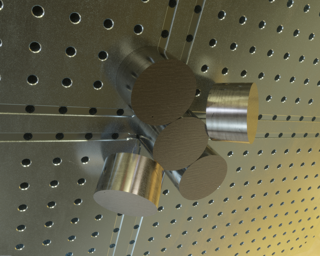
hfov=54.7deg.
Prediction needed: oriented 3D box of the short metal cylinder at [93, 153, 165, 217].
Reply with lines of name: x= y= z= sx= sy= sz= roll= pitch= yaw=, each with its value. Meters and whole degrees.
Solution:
short metal cylinder: x=-0.038 y=0.074 z=0.394 sx=0.080 sy=0.050 sz=0.080 roll=8 pitch=145 yaw=6

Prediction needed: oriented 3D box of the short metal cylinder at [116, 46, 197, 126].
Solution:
short metal cylinder: x=-0.005 y=-0.050 z=0.363 sx=0.081 sy=0.050 sz=0.079 roll=-14 pitch=125 yaw=-21

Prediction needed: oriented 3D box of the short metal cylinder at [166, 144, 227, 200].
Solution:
short metal cylinder: x=0.052 y=0.060 z=0.463 sx=0.081 sy=0.050 sz=0.079 roll=-14 pitch=125 yaw=-21

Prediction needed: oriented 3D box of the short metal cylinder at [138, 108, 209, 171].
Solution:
short metal cylinder: x=0.017 y=0.010 z=0.412 sx=0.081 sy=0.050 sz=0.079 roll=-14 pitch=125 yaw=-21

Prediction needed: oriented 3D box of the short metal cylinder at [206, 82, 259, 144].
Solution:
short metal cylinder: x=0.098 y=-0.020 z=0.412 sx=0.080 sy=0.050 sz=0.079 roll=-14 pitch=106 yaw=-62
